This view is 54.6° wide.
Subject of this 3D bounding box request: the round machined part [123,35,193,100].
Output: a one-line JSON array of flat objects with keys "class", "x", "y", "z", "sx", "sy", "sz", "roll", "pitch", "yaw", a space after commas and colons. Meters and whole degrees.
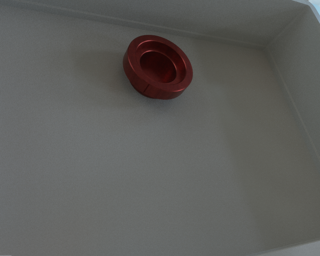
[{"class": "round machined part", "x": -0.006, "y": -0.081, "z": 0.440, "sx": 0.099, "sy": 0.042, "sz": 0.098, "roll": 13, "pitch": 56, "yaw": -21}]
